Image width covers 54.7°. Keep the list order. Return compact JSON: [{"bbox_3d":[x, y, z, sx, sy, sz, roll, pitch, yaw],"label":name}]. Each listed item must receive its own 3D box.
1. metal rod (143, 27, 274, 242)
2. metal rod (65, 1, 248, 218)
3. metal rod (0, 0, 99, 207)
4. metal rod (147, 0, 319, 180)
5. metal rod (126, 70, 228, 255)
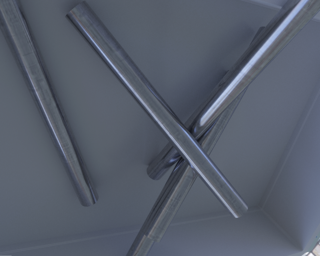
[{"bbox_3d":[0.064,0.006,0.393,0.025,0.025,0.299,32,87,-38],"label":"metal rod"},{"bbox_3d":[0.010,-0.005,0.345,0.025,0.025,0.300,-40,109,-1],"label":"metal rod"},{"bbox_3d":[-0.118,-0.024,0.329,0.025,0.025,0.298,-22,127,-15],"label":"metal rod"},{"bbox_3d":[0.058,-0.022,0.344,0.025,0.025,0.298,4,143,-30],"label":"metal rod"},{"bbox_3d":[0.031,0.058,0.417,0.025,0.025,0.299,30,88,-38],"label":"metal rod"}]
